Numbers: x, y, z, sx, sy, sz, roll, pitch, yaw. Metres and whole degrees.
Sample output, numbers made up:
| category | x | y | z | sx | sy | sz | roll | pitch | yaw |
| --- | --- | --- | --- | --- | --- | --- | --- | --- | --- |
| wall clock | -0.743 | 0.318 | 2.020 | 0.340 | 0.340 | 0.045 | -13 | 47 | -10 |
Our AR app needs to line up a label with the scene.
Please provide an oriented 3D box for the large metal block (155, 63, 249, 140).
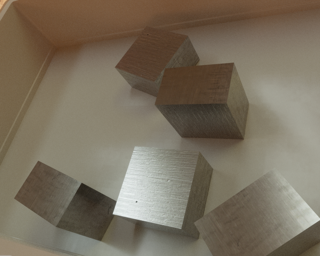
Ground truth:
| category | x | y | z | sx | sy | sz | roll | pitch | yaw |
| --- | --- | --- | --- | --- | --- | --- | --- | --- | --- |
| large metal block | 0.052 | -0.028 | 0.360 | 0.080 | 0.080 | 0.050 | 1 | 62 | 29 |

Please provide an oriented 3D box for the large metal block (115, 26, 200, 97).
| category | x | y | z | sx | sy | sz | roll | pitch | yaw |
| --- | --- | --- | --- | --- | --- | --- | --- | --- | --- |
| large metal block | -0.003 | -0.094 | 0.449 | 0.080 | 0.050 | 0.080 | 26 | 76 | 37 |

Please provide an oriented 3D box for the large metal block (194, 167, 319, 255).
| category | x | y | z | sx | sy | sz | roll | pitch | yaw |
| --- | --- | --- | --- | --- | --- | --- | --- | --- | --- |
| large metal block | 0.088 | 0.090 | 0.269 | 0.080 | 0.080 | 0.050 | -36 | 51 | 4 |

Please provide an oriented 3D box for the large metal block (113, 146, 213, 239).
| category | x | y | z | sx | sy | sz | roll | pitch | yaw |
| --- | --- | --- | --- | --- | --- | --- | --- | --- | --- |
| large metal block | 0.006 | 0.069 | 0.344 | 0.080 | 0.050 | 0.080 | 3 | 63 | 29 |

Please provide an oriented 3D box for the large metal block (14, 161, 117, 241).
| category | x | y | z | sx | sy | sz | roll | pitch | yaw |
| --- | --- | --- | --- | --- | --- | --- | --- | --- | --- |
| large metal block | -0.109 | 0.088 | 0.374 | 0.080 | 0.080 | 0.050 | 16 | 71 | 34 |
